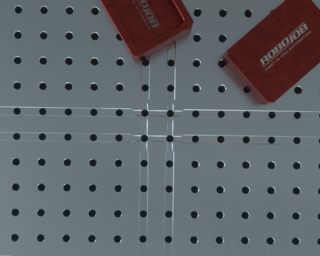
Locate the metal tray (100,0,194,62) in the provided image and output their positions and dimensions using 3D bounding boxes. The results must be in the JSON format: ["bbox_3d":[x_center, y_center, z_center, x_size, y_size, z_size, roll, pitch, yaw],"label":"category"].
[{"bbox_3d":[-0.026,-0.166,0.410,0.090,0.030,0.130,-30,90,0],"label":"metal tray"}]

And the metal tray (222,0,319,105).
[{"bbox_3d":[0.161,-0.105,0.412,0.130,0.030,0.090,-41,90,0],"label":"metal tray"}]
